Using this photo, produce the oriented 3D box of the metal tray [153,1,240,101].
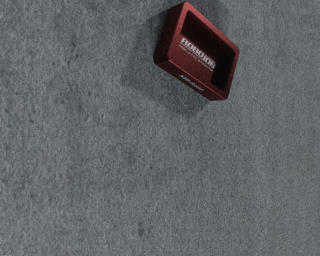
[{"bbox_3d":[0.058,-0.105,0.448,0.131,0.030,0.090,27,73,-37],"label":"metal tray"}]
